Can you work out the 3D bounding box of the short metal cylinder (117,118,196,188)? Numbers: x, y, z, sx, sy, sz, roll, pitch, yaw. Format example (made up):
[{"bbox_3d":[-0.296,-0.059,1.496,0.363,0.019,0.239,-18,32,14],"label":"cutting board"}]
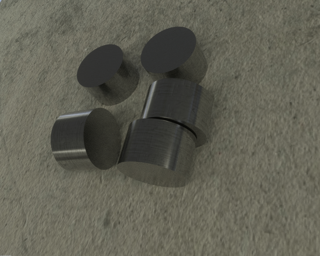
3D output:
[{"bbox_3d":[-0.003,0.030,0.350,0.080,0.080,0.050,0,62,28],"label":"short metal cylinder"}]

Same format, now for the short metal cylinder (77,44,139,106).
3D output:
[{"bbox_3d":[-0.079,-0.081,0.477,0.080,0.050,0.080,-13,56,20],"label":"short metal cylinder"}]

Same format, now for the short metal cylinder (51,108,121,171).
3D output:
[{"bbox_3d":[-0.095,0.016,0.407,0.050,0.080,0.080,-6,59,25],"label":"short metal cylinder"}]

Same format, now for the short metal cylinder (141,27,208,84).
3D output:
[{"bbox_3d":[0.020,-0.094,0.434,0.080,0.050,0.080,-13,56,20],"label":"short metal cylinder"}]

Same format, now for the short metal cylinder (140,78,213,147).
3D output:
[{"bbox_3d":[0.019,-0.015,0.367,0.080,0.080,0.050,0,62,28],"label":"short metal cylinder"}]
